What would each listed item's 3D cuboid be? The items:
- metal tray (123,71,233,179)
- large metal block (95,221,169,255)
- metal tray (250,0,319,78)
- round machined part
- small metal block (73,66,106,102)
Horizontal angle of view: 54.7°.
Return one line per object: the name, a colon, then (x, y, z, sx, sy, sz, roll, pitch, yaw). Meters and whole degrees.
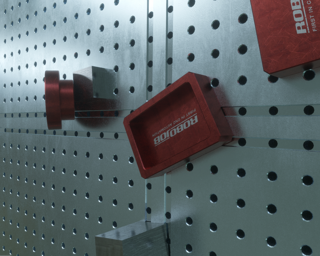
metal tray: (0.016, 0.000, 0.392, 0.130, 0.030, 0.090, -32, 70, 35)
large metal block: (-0.033, 0.172, 0.401, 0.050, 0.081, 0.080, -9, 84, 40)
metal tray: (0.136, -0.123, 0.294, 0.090, 0.030, 0.129, -14, 81, 39)
round machined part: (-0.165, -0.046, 0.516, 0.098, 0.042, 0.097, 178, 89, -73)
small metal block: (-0.116, -0.070, 0.505, 0.050, 0.025, 0.050, -6, 86, 40)
